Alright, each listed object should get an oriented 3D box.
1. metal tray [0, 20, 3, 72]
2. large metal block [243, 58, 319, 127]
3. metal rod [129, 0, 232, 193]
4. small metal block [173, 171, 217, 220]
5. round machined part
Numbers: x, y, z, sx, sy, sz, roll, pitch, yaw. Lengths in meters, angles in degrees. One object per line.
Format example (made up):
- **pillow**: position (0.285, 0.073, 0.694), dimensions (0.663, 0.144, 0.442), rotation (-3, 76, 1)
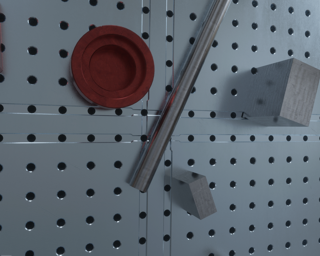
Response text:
- **metal tray**: position (-0.240, -0.103, 0.321), dimensions (0.131, 0.030, 0.089), rotation (-3, 91, -20)
- **large metal block**: position (0.173, -0.047, 0.447), dimensions (0.050, 0.080, 0.080), rotation (18, 84, -19)
- **metal rod**: position (0.032, -0.056, 0.424), dimensions (0.025, 0.025, 0.299), rotation (27, 81, -18)
- **small metal block**: position (0.046, 0.089, 0.416), dimensions (0.025, 0.050, 0.050), rotation (-21, 97, -19)
- **round machined part**: position (-0.060, -0.072, 0.381), dimensions (0.099, 0.042, 0.097), rotation (0, 90, -20)
